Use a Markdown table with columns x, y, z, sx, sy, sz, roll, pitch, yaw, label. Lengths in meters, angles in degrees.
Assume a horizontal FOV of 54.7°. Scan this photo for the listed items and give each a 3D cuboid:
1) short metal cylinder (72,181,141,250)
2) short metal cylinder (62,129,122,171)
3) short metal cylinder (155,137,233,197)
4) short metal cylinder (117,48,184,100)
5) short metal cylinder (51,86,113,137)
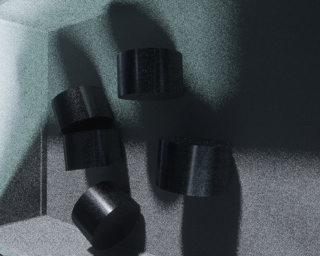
| x | y | z | sx | sy | sz | roll | pitch | yaw | label |
| --- | --- | --- | --- | --- | --- | --- | --- | --- | --- |
| -0.074 | 0.121 | 0.432 | 0.050 | 0.081 | 0.079 | 35 | 112 | 34 | short metal cylinder |
| -0.098 | 0.033 | 0.452 | 0.080 | 0.081 | 0.050 | -13 | 82 | 39 | short metal cylinder |
| 0.037 | 0.039 | 0.341 | 0.080 | 0.081 | 0.050 | 7 | 95 | 40 | short metal cylinder |
| -0.012 | -0.063 | 0.381 | 0.080 | 0.081 | 0.050 | -3 | 88 | 40 | short metal cylinder |
| -0.117 | -0.022 | 0.468 | 0.080 | 0.081 | 0.050 | -32 | 70 | 35 | short metal cylinder |
